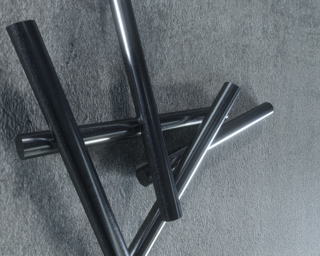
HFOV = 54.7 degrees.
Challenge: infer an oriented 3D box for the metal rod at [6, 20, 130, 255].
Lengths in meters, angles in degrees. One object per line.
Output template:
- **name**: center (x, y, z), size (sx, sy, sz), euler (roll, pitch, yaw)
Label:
- **metal rod**: center (-0.075, 0.047, 0.307), size (0.025, 0.025, 0.298), euler (-29, 108, -36)

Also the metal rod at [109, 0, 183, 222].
- **metal rod**: center (-0.021, -0.040, 0.360), size (0.025, 0.025, 0.298), euler (-14, 91, -39)

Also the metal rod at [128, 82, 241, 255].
- **metal rod**: center (0.024, 0.068, 0.395), size (0.025, 0.025, 0.300), euler (40, 74, -33)

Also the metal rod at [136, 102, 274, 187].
- **metal rod**: center (0.088, 0.013, 0.477), size (0.302, 0.025, 0.025), euler (-24, 105, -37)

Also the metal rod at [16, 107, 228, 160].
- **metal rod**: center (-0.018, -0.003, 0.389), size (0.302, 0.025, 0.025), euler (-10, 97, -39)
